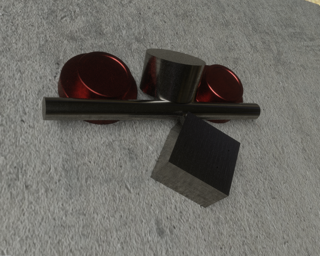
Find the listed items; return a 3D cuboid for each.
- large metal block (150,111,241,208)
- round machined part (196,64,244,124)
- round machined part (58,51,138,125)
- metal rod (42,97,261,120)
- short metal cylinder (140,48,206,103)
[{"bbox_3d":[0.046,0.040,0.387,0.080,0.050,0.080,31,52,-9],"label":"large metal block"},{"bbox_3d":[0.088,-0.059,0.478,0.099,0.042,0.098,14,56,-21],"label":"round machined part"},{"bbox_3d":[-0.074,-0.056,0.388,0.099,0.042,0.098,14,56,-21],"label":"round machined part"},{"bbox_3d":[0.011,-0.023,0.398,0.303,0.025,0.025,-1,62,-29],"label":"metal rod"},{"bbox_3d":[0.016,-0.072,0.418,0.081,0.050,0.080,11,23,-4],"label":"short metal cylinder"}]
